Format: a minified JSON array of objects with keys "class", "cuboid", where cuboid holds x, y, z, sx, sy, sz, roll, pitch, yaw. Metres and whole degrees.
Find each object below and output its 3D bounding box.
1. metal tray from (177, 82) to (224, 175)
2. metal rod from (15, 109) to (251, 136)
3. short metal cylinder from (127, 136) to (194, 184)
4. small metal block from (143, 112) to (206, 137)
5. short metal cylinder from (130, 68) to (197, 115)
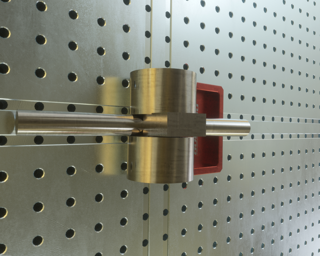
[{"class":"metal tray","cuboid":[0.051,0.001,0.448,0.091,0.030,0.129,1,89,-40]},{"class":"metal rod","cuboid":[-0.007,-0.003,0.373,0.303,0.025,0.025,1,89,-31]},{"class":"short metal cylinder","cuboid":[0.001,0.035,0.373,0.081,0.080,0.050,2,89,-40]},{"class":"small metal block","cuboid":[0.015,-0.004,0.344,0.050,0.050,0.025,1,90,-32]},{"class":"short metal cylinder","cuboid":[0.004,-0.040,0.374,0.081,0.080,0.050,1,90,-40]}]
